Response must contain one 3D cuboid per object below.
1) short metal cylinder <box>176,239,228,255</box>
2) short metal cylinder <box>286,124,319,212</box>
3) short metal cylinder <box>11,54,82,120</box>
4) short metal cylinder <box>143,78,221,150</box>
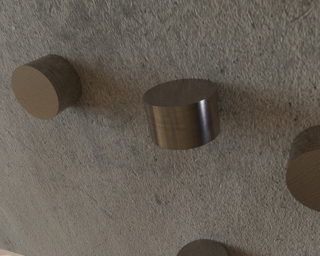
[{"bbox_3d":[0.067,0.218,0.471,0.080,0.080,0.050,-2,117,29],"label":"short metal cylinder"},{"bbox_3d":[0.177,0.042,0.323,0.080,0.050,0.079,13,124,21],"label":"short metal cylinder"},{"bbox_3d":[-0.160,-0.058,0.439,0.080,0.050,0.079,13,124,21],"label":"short metal cylinder"},{"bbox_3d":[0.025,-0.018,0.347,0.080,0.080,0.050,4,120,26],"label":"short metal cylinder"}]
